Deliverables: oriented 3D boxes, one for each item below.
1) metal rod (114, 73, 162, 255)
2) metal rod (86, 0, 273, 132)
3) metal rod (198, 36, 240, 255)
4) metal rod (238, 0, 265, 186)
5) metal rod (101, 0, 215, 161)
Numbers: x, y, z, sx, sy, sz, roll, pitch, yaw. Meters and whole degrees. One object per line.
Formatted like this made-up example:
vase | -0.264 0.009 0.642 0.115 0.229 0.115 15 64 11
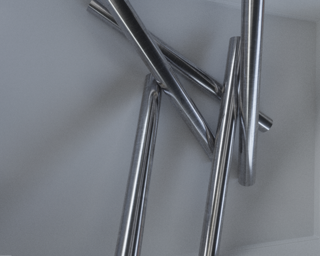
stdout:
metal rod | -0.024 0.064 0.335 0.025 0.025 0.300 19 58 -19
metal rod | 0.039 -0.079 0.424 0.301 0.025 0.025 32 80 -17
metal rod | 0.084 0.025 0.408 0.025 0.025 0.299 12 83 -20
metal rod | 0.113 -0.051 0.389 0.025 0.025 0.298 -18 120 -19
metal rod | 0.007 -0.064 0.384 0.025 0.025 0.300 -43 114 -15
